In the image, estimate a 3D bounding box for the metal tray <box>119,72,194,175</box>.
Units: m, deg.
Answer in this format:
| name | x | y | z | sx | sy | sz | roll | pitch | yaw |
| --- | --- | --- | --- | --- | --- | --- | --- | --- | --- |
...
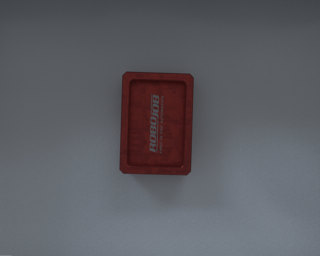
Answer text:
| name | x | y | z | sx | sy | sz | roll | pitch | yaw |
| --- | --- | --- | --- | --- | --- | --- | --- | --- | --- |
| metal tray | -0.004 | -0.006 | 0.406 | 0.091 | 0.030 | 0.129 | 2 | 90 | -1 |
